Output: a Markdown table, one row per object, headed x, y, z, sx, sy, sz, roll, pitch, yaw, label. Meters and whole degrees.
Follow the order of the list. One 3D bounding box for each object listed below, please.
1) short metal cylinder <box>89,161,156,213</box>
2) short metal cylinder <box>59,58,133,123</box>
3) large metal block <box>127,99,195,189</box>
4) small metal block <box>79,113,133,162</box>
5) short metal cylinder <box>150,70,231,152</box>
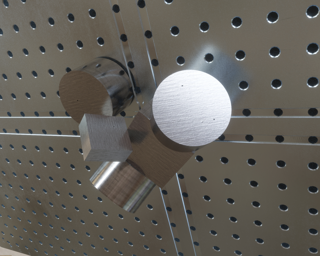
| x | y | z | sx | sy | sz | roll | pitch | yaw | label |
| --- | --- | --- | --- | --- | --- | --- | --- | --- | --- |
| -0.051 | 0.074 | 0.436 | 0.080 | 0.080 | 0.050 | 37 | 84 | 5 | short metal cylinder |
| -0.083 | -0.046 | 0.406 | 0.080 | 0.050 | 0.079 | 13 | 124 | 21 | short metal cylinder |
| -0.001 | 0.018 | 0.399 | 0.080 | 0.050 | 0.080 | 38 | 129 | 2 | large metal block |
| -0.065 | 0.012 | 0.368 | 0.025 | 0.050 | 0.050 | -53 | 44 | 41 | small metal block |
| 0.030 | -0.016 | 0.336 | 0.080 | 0.080 | 0.050 | 37 | 167 | 3 | short metal cylinder |
